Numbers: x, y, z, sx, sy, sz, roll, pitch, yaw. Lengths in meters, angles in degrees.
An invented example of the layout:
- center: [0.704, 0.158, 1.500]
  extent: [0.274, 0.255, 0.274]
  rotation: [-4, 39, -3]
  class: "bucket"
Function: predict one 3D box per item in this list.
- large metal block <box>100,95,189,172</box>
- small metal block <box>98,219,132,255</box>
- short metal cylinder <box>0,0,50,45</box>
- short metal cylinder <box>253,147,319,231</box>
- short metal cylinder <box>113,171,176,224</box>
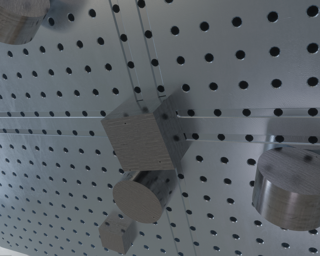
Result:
- center: [-0.019, 0.009, 0.411]
  extent: [0.080, 0.050, 0.080]
  rotation: [-7, 115, 31]
  class: "large metal block"
- center: [-0.084, 0.205, 0.582]
  extent: [0.050, 0.025, 0.050]
  rotation: [10, 123, 23]
  class: "small metal block"
- center: [-0.184, -0.150, 0.380]
  extent: [0.080, 0.080, 0.050]
  rotation: [47, 129, -5]
  class: "short metal cylinder"
- center: [0.145, 0.064, 0.339]
  extent: [0.080, 0.080, 0.050]
  rotation: [12, 123, 22]
  class: "short metal cylinder"
- center: [-0.023, 0.096, 0.467]
  extent: [0.080, 0.050, 0.079]
  rotation: [13, 124, 21]
  class: "short metal cylinder"
